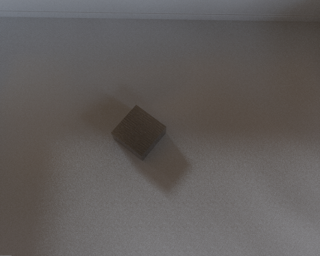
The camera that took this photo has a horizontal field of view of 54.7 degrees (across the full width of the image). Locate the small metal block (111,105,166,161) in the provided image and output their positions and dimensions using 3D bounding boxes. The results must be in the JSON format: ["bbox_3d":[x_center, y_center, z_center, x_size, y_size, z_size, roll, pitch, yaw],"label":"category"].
[{"bbox_3d":[-0.027,0.006,0.407,0.050,0.025,0.050,37,74,12],"label":"small metal block"}]
